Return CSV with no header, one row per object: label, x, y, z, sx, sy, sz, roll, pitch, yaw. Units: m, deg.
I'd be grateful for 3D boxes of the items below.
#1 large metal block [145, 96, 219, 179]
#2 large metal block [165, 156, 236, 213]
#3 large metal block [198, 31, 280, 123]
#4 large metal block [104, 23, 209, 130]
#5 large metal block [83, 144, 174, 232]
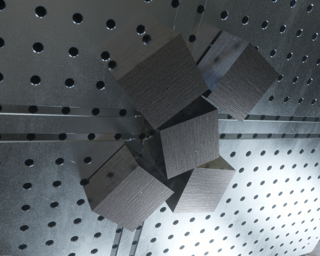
large metal block,0.031,0.010,0.416,0.081,0.050,0.080,-21,127,-16
large metal block,0.056,0.081,0.475,0.081,0.050,0.080,9,114,-33
large metal block,0.095,-0.065,0.404,0.080,0.050,0.080,28,103,-40
large metal block,-0.003,-0.059,0.356,0.080,0.050,0.080,-38,129,-2
large metal block,-0.042,0.083,0.420,0.080,0.050,0.080,-44,129,2
